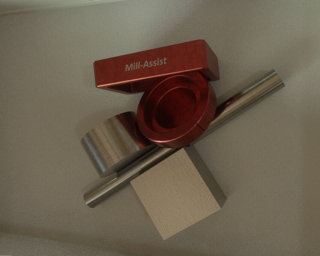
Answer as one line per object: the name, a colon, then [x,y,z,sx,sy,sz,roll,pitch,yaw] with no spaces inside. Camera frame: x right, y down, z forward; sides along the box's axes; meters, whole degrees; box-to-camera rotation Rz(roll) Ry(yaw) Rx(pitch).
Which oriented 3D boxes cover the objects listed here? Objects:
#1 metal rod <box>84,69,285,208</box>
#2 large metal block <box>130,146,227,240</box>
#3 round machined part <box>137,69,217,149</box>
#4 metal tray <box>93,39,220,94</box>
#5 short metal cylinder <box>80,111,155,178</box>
metal rod: [0.019,0.022,0.401,0.300,0.025,0.025,-34,79,16]
large metal block: [0.024,0.078,0.385,0.080,0.050,0.080,-34,79,16]
round machined part: [0.024,-0.020,0.376,0.098,0.042,0.098,-17,57,28]
metal tray: [-0.001,-0.068,0.373,0.130,0.090,0.030,-7,88,19]
short metal cylinder: [-0.053,0.022,0.397,0.080,0.080,0.050,-35,79,16]
